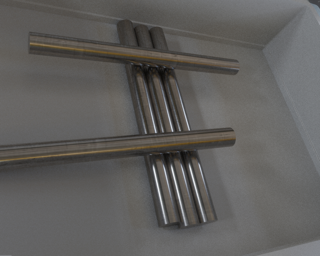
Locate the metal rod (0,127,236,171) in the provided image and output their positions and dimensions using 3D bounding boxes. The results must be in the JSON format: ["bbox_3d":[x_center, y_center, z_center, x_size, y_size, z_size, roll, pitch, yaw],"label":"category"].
[{"bbox_3d":[-0.050,0.021,0.341,0.303,0.025,0.025,-4,64,-22],"label":"metal rod"}]

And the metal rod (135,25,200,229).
[{"bbox_3d":[0.002,-0.019,0.417,0.025,0.025,0.299,1,61,-28],"label":"metal rod"}]

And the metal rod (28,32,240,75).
[{"bbox_3d":[-0.015,-0.097,0.422,0.303,0.025,0.025,0,62,-28],"label":"metal rod"}]

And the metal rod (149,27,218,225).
[{"bbox_3d":[0.025,-0.020,0.429,0.025,0.025,0.299,1,61,-28],"label":"metal rod"}]

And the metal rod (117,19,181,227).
[{"bbox_3d":[-0.021,-0.024,0.408,0.025,0.025,0.299,1,61,-28],"label":"metal rod"}]
